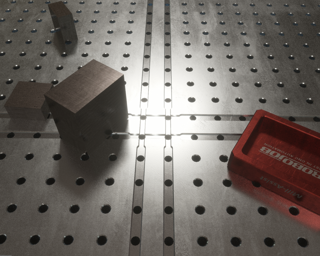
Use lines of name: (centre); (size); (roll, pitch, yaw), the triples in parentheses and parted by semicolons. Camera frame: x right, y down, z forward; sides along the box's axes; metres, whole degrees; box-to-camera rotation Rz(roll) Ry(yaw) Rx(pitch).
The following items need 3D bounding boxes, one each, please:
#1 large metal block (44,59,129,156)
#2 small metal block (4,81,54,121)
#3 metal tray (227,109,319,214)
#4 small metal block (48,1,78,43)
large metal block: (-0.088, -0.026, 0.393); (0.050, 0.080, 0.080); (29, 56, 22)
small metal block: (-0.181, -0.039, 0.438); (0.050, 0.025, 0.050); (5, 50, 3)
metal tray: (0.160, 0.038, 0.374); (0.130, 0.030, 0.090); (26, 54, 20)
small metal block: (-0.171, -0.187, 0.546); (0.025, 0.050, 0.050); (-25, 55, -20)
